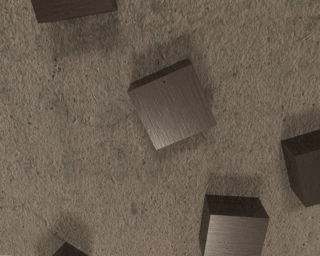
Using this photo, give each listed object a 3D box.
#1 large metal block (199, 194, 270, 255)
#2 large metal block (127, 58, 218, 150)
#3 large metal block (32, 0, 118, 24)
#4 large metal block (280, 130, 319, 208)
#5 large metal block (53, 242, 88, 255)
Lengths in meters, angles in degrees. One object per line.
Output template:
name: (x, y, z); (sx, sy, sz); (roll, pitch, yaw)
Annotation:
large metal block: (0.105, 0.147, 0.452); (0.081, 0.050, 0.079); (4, 110, -2)
large metal block: (0.015, -0.031, 0.385); (0.080, 0.050, 0.080); (-23, 109, 8)
large metal block: (-0.097, -0.162, 0.335); (0.080, 0.050, 0.079); (-9, 110, 3)
large metal block: (0.219, 0.050, 0.418); (0.080, 0.050, 0.080); (-17, 109, 6)
large metal block: (-0.156, 0.236, 0.465); (0.050, 0.080, 0.080); (40, 105, -14)
